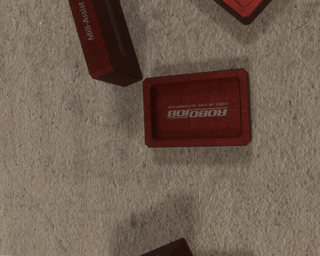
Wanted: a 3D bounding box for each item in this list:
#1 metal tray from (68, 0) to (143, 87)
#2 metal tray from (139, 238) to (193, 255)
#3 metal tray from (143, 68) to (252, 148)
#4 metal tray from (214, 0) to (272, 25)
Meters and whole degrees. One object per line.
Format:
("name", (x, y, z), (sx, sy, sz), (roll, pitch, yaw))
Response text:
("metal tray", (-0.070, -0.123, 0.397), (0.030, 0.090, 0.129), (-19, 84, 19))
("metal tray", (-0.030, 0.187, 0.383), (0.130, 0.090, 0.030), (-29, 81, 17))
("metal tray", (0.045, -0.022, 0.389), (0.130, 0.030, 0.089), (-2, 89, 19))
("metal tray", (0.088, -0.201, 0.374), (0.130, 0.030, 0.090), (45, 104, 14))
